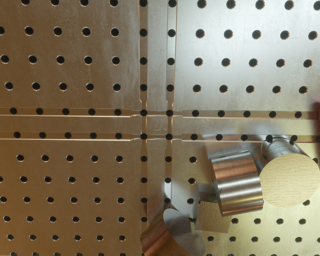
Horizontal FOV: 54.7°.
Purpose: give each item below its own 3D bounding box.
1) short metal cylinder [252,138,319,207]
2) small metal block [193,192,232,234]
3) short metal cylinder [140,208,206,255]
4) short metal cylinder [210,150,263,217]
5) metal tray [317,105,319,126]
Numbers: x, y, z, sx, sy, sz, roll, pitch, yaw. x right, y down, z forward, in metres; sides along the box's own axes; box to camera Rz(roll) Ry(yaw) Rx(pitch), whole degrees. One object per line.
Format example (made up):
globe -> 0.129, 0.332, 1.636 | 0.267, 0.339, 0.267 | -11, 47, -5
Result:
short metal cylinder -> 0.167, 0.060, 0.424 | 0.081, 0.050, 0.079 | 0, 110, 0
small metal block -> 0.079, 0.126, 0.460 | 0.050, 0.025, 0.050 | 8, 110, -3
short metal cylinder -> 0.019, 0.164, 0.444 | 0.080, 0.080, 0.050 | 39, 106, -13
short metal cylinder -> 0.099, 0.073, 0.412 | 0.050, 0.080, 0.080 | -11, 110, 4
metal tray -> 0.273, 0.019, 0.419 | 0.090, 0.030, 0.129 | -16, 110, 5
